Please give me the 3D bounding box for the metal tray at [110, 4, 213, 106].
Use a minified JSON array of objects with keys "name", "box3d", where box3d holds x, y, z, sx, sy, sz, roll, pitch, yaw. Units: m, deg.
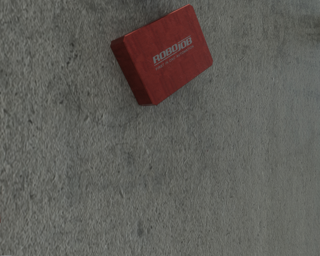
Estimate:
[{"name":"metal tray","box3d":[0.009,-0.097,0.408,0.131,0.030,0.090,-39,114,-33]}]
